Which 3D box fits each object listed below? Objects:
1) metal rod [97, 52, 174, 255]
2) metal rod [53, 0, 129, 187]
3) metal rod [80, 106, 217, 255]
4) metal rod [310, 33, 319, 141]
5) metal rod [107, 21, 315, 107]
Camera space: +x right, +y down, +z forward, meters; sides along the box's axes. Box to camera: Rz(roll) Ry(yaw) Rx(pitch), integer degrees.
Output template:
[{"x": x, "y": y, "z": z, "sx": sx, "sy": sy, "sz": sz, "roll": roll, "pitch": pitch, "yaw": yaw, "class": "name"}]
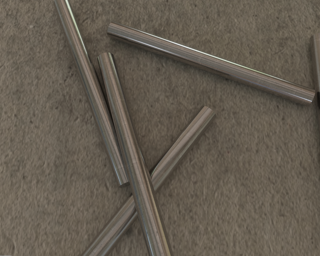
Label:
[{"x": -0.035, "y": 0.027, "z": 0.377, "sx": 0.025, "sy": 0.025, "sz": 0.299, "roll": -16, "pitch": 63, "yaw": -6, "class": "metal rod"}, {"x": -0.095, "y": -0.061, "z": 0.429, "sx": 0.025, "sy": 0.025, "sz": 0.299, "roll": -21, "pitch": 72, "yaw": -8, "class": "metal rod"}, {"x": -0.028, "y": 0.089, "z": 0.375, "sx": 0.025, "sy": 0.025, "sz": 0.300, "roll": 37, "pitch": 74, "yaw": 12, "class": "metal rod"}, {"x": 0.224, "y": 0.006, "z": 0.408, "sx": 0.025, "sy": 0.025, "sz": 0.299, "roll": 4, "pitch": 70, "yaw": 1, "class": "metal rod"}, {"x": 0.067, "y": -0.094, "z": 0.443, "sx": 0.301, "sy": 0.025, "sz": 0.025, "roll": 21, "pitch": 71, "yaw": 7, "class": "metal rod"}]
